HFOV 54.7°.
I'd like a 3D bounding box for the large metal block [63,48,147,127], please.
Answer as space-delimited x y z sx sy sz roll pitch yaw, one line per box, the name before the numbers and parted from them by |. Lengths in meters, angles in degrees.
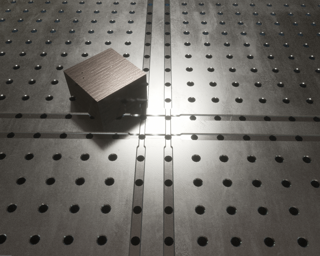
large metal block | -0.075 -0.060 0.441 0.080 0.050 0.080 -35 59 -26
